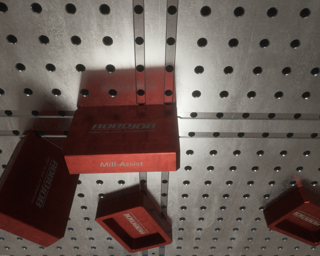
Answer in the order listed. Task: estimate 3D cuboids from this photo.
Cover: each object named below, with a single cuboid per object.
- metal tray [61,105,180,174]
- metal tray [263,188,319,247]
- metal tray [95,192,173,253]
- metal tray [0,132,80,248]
[{"bbox_3d":[-0.043,0.011,0.377,0.131,0.090,0.030,-2,130,1],"label":"metal tray"},{"bbox_3d":[0.263,0.161,0.549,0.131,0.030,0.090,26,125,-21],"label":"metal tray"},{"bbox_3d":[-0.043,0.173,0.554,0.090,0.030,0.130,-19,128,15],"label":"metal tray"},{"bbox_3d":[-0.158,0.076,0.405,0.030,0.130,0.090,-37,121,27],"label":"metal tray"}]
